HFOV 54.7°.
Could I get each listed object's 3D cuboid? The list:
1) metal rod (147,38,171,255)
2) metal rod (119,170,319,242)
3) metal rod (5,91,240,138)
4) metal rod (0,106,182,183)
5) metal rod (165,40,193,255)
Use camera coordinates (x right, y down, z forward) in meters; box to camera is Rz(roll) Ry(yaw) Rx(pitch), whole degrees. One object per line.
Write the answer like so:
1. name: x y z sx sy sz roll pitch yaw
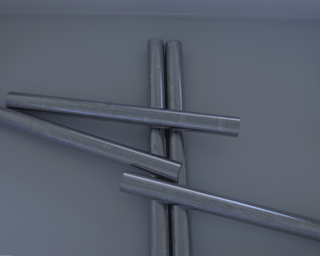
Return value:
1. metal rod: -0.003 0.017 0.400 0.025 0.025 0.299 -1 70 -1
2. metal rod: 0.103 0.098 0.355 0.302 0.025 0.025 15 71 -1
3. metal rod: -0.053 -0.019 0.394 0.301 0.025 0.025 7 70 9
4. metal rod: -0.120 0.010 0.389 0.301 0.025 0.025 16 71 11
5. metal rod: 0.023 0.019 0.400 0.025 0.025 0.299 -1 70 -1
